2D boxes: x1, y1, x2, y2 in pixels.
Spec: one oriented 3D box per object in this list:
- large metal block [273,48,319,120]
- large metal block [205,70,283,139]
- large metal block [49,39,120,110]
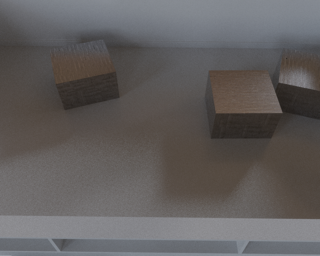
[{"bbox_3d":[0.207,-0.063,0.443,0.080,0.050,0.080,14,51,11],"label":"large metal block"},{"bbox_3d":[0.107,-0.032,0.417,0.081,0.050,0.080,0,50,0],"label":"large metal block"},{"bbox_3d":[-0.111,-0.080,0.455,0.081,0.050,0.080,-14,52,-12],"label":"large metal block"}]
